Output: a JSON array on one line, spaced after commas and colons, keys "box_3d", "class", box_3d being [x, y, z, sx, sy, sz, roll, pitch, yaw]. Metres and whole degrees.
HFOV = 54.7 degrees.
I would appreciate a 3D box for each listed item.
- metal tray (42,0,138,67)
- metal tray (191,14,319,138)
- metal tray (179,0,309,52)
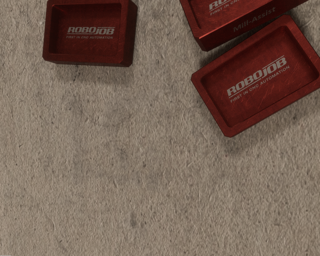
[{"box_3d": [-0.101, -0.136, 0.440, 0.130, 0.030, 0.089, 6, 92, 19], "class": "metal tray"}, {"box_3d": [0.114, -0.057, 0.365, 0.130, 0.030, 0.090, -32, 80, 16], "class": "metal tray"}, {"box_3d": [0.092, -0.157, 0.358, 0.130, 0.030, 0.090, -24, 62, 18], "class": "metal tray"}]
